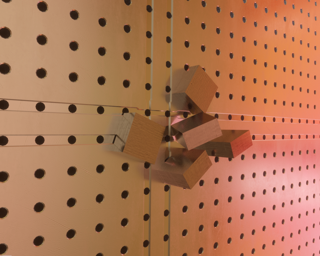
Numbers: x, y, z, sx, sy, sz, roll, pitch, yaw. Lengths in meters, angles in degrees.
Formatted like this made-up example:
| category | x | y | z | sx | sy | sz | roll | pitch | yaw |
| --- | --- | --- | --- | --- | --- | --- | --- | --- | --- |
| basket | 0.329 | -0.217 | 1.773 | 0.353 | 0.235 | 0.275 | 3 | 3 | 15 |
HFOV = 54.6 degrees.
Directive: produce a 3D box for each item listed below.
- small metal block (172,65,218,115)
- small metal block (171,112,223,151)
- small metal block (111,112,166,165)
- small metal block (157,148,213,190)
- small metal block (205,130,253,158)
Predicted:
| category | x | y | z | sx | sy | sz | roll | pitch | yaw |
| --- | --- | --- | --- | --- | --- | --- | --- | --- | --- |
| small metal block | 0.052 | -0.055 | 0.452 | 0.050 | 0.025 | 0.050 | 42 | 65 | -32 |
| small metal block | 0.048 | 0.003 | 0.421 | 0.050 | 0.050 | 0.025 | -23 | 107 | -10 |
| small metal block | -0.026 | 0.013 | 0.387 | 0.050 | 0.025 | 0.050 | 26 | 74 | -37 |
| small metal block | 0.034 | 0.053 | 0.420 | 0.050 | 0.050 | 0.025 | -42 | 116 | -32 |
| small metal block | 0.106 | 0.023 | 0.480 | 0.050 | 0.050 | 0.025 | -26 | 107 | -37 |
